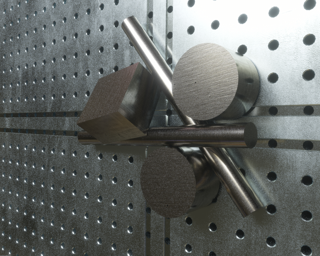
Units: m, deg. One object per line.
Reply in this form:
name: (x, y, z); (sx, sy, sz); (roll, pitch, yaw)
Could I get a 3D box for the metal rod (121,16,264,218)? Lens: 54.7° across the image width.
metal rod: (0.027, -0.030, 0.382); (0.025, 0.025, 0.299); (-45, 63, 30)

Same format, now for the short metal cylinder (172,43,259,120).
short metal cylinder: (0.060, -0.048, 0.339); (0.080, 0.050, 0.079); (0, 90, 40)

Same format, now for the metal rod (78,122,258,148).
metal rod: (-0.019, 0.011, 0.398); (0.300, 0.025, 0.025); (-2, 89, 46)

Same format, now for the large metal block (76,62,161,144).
large metal block: (-0.052, -0.030, 0.407); (0.080, 0.050, 0.080); (-13, 47, 39)

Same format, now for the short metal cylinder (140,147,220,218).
short metal cylinder: (0.023, 0.061, 0.369); (0.080, 0.050, 0.079); (0, 90, 40)
